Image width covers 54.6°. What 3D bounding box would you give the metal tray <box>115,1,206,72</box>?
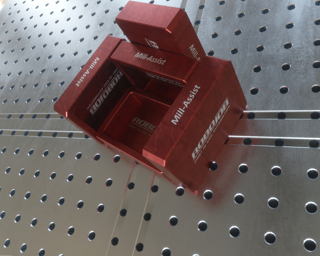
[{"bbox_3d":[0.012,-0.097,0.394,0.090,0.130,0.030,25,76,36],"label":"metal tray"}]

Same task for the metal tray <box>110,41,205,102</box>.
[{"bbox_3d":[0.007,-0.062,0.401,0.130,0.090,0.030,24,76,36],"label":"metal tray"}]

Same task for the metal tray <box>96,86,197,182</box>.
[{"bbox_3d":[-0.013,0.002,0.411,0.130,0.030,0.090,24,75,36],"label":"metal tray"}]

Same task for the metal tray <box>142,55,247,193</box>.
[{"bbox_3d":[0.045,-0.003,0.344,0.030,0.090,0.130,24,75,36],"label":"metal tray"}]

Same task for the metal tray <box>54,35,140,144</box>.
[{"bbox_3d":[-0.076,-0.053,0.439,0.030,0.090,0.130,24,75,36],"label":"metal tray"}]
